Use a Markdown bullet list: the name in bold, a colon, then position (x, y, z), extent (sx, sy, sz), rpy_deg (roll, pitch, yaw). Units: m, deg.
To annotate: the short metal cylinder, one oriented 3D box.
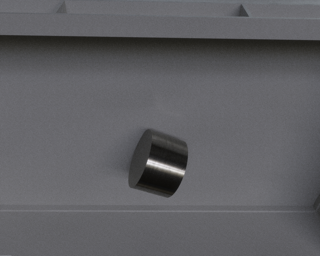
- **short metal cylinder**: position (-0.004, 0.047, 0.413), extent (0.050, 0.080, 0.079), rpy_deg (19, 127, -16)
